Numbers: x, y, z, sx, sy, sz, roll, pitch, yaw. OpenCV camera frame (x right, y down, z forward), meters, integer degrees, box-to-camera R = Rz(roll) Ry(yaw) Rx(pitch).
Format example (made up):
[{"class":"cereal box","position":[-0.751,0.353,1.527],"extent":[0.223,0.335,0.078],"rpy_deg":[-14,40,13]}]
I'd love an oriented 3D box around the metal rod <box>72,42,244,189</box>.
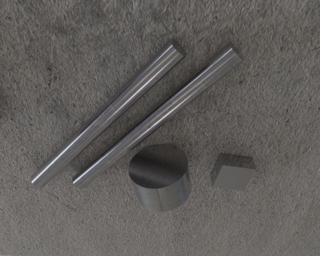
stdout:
[{"class":"metal rod","position":[-0.020,-0.001,0.406],"extent":[0.025,0.025,0.299],"rpy_deg":[36,121,-27]}]

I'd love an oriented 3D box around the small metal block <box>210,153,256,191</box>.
[{"class":"small metal block","position":[0.109,0.066,0.465],"extent":[0.050,0.025,0.050],"rpy_deg":[8,130,-7]}]

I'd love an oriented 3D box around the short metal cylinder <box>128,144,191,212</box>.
[{"class":"short metal cylinder","position":[0.001,0.068,0.429],"extent":[0.080,0.080,0.050],"rpy_deg":[-7,130,6]}]

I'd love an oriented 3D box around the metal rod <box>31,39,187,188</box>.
[{"class":"metal rod","position":[-0.083,-0.003,0.403],"extent":[0.025,0.025,0.299],"rpy_deg":[36,122,-26]}]
